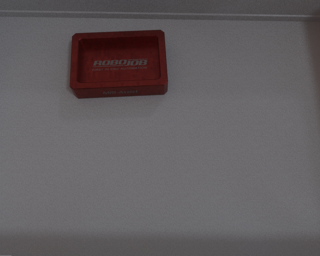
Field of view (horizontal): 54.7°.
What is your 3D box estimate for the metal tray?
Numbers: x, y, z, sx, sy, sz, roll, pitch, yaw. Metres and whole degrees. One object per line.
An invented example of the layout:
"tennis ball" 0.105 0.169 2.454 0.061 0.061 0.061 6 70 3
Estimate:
"metal tray" -0.057 -0.091 0.439 0.131 0.030 0.090 -3 70 -2
